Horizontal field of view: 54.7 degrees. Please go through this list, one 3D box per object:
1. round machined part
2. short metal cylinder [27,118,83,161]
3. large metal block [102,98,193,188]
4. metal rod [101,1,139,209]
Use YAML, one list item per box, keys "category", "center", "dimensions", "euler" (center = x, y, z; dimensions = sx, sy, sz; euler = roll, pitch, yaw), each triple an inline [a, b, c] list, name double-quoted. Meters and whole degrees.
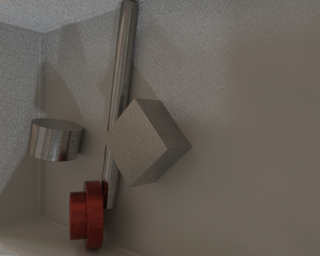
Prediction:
- category: "round machined part"
  center: [-0.110, 0.127, 0.455]
  dimensions: [0.098, 0.042, 0.097]
  euler: [-179, 89, -72]
- category: "short metal cylinder"
  center: [-0.172, 0.018, 0.510]
  dimensions: [0.080, 0.081, 0.050]
  euler: [20, 103, 38]
- category: "large metal block"
  center: [-0.019, 0.019, 0.404]
  dimensions: [0.080, 0.050, 0.080]
  euler: [-48, 62, 29]
- category: "metal rod"
  center: [-0.061, -0.029, 0.454]
  dimensions: [0.025, 0.025, 0.298]
  euler: [12, 98, 39]
